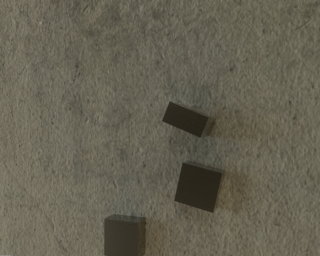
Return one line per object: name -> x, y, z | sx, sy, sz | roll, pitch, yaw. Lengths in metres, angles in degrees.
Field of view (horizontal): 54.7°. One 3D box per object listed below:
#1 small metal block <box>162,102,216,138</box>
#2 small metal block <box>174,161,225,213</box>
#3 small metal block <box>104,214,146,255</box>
small metal block -> 0.037, -0.010, 0.382 | 0.050, 0.050, 0.025 | 24, 98, 18
small metal block -> 0.050, 0.073, 0.391 | 0.050, 0.025, 0.050 | 13, 94, 19
small metal block -> -0.048, 0.149, 0.425 | 0.050, 0.025, 0.050 | 0, 90, 19
